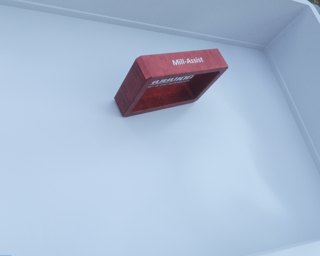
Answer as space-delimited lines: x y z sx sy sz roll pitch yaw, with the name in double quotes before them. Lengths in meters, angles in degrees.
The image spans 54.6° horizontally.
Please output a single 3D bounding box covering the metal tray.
"metal tray" 0.015 -0.060 0.407 0.131 0.090 0.030 -15 70 -34
